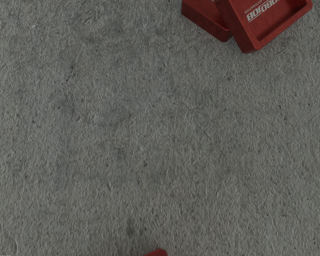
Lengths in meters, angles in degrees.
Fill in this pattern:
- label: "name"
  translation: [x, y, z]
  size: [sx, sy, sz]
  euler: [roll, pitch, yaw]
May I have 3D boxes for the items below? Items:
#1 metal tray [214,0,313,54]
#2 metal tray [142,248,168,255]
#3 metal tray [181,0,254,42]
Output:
- label: "metal tray"
  translation: [0.151, -0.178, 0.444]
  size: [0.131, 0.030, 0.090]
  euler: [-39, 105, -17]
- label: "metal tray"
  translation: [-0.039, 0.198, 0.333]
  size: [0.131, 0.030, 0.090]
  euler: [-21, 71, -8]
- label: "metal tray"
  translation: [0.107, -0.205, 0.481]
  size: [0.090, 0.030, 0.130]
  euler: [40, 74, 13]
